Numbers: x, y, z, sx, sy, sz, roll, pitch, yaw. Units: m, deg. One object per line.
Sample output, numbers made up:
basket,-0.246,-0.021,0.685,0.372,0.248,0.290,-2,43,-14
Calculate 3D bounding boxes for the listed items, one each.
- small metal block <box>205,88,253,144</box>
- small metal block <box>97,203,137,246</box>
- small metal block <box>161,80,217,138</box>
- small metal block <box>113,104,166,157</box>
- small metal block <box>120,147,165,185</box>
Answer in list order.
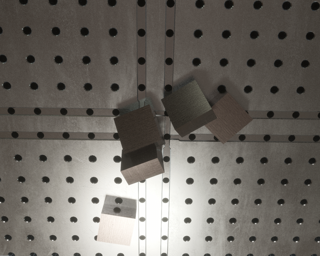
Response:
small metal block,0.084,-0.016,0.409,0.050,0.025,0.050,-42,105,13
small metal block,-0.065,0.146,0.466,0.050,0.025,0.050,10,110,-5
small metal block,0.036,-0.024,0.389,0.050,0.050,0.025,-30,147,10
small metal block,-0.026,0.004,0.401,0.050,0.025,0.050,-21,72,7
small metal block,-0.024,0.044,0.414,0.050,0.050,0.025,-21,119,7
